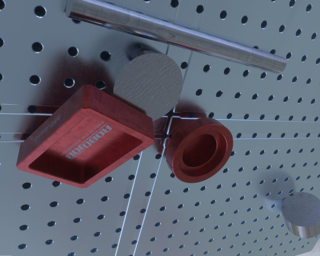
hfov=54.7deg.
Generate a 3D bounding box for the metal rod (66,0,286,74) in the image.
[{"bbox_3d":[0.044,-0.104,0.370,0.302,0.025,0.025,6,116,-31],"label":"metal rod"}]

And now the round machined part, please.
[{"bbox_3d":[0.052,0.028,0.446,0.099,0.042,0.097,-14,124,-21],"label":"round machined part"}]

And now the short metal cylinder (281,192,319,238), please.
[{"bbox_3d":[0.303,0.183,0.654,0.080,0.080,0.050,-34,129,-6],"label":"short metal cylinder"}]

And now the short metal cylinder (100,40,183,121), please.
[{"bbox_3d":[-0.022,-0.053,0.350,0.081,0.050,0.079,-14,124,-21],"label":"short metal cylinder"}]

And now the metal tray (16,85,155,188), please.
[{"bbox_3d":[-0.081,0.017,0.338,0.130,0.030,0.090,-35,135,30],"label":"metal tray"}]
